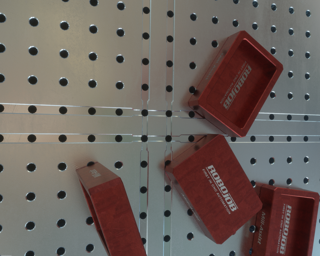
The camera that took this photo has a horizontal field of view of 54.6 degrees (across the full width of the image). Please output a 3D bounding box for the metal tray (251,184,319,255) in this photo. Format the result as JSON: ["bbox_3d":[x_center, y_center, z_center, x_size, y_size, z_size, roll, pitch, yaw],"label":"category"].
[{"bbox_3d":[0.195,0.158,0.481,0.091,0.030,0.129,11,86,-20],"label":"metal tray"}]

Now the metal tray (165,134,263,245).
[{"bbox_3d":[0.078,0.084,0.438,0.090,0.030,0.130,-35,101,-17],"label":"metal tray"}]

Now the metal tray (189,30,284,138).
[{"bbox_3d":[0.112,-0.062,0.450,0.090,0.030,0.130,36,79,-17],"label":"metal tray"}]

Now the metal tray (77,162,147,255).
[{"bbox_3d":[-0.057,0.091,0.336,0.030,0.130,0.090,-19,97,-19],"label":"metal tray"}]
